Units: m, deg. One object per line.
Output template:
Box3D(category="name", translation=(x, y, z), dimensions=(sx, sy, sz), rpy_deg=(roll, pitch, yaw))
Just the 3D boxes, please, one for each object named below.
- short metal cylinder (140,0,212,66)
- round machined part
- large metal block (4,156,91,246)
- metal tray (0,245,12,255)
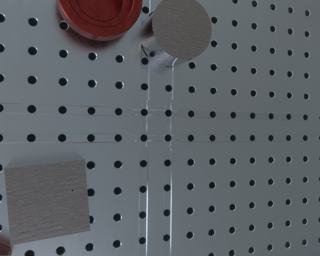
Box3D(category="short metal cylinder", translation=(0.020, -0.125, 0.406), dimensions=(0.081, 0.050, 0.079), rpy_deg=(0, 90, -20))
Box3D(category="round machined part", translation=(-0.074, -0.155, 0.376), dimensions=(0.099, 0.042, 0.097), rpy_deg=(0, 90, -20))
Box3D(category="large metal block", translation=(-0.126, 0.077, 0.353), dimensions=(0.081, 0.050, 0.079), rpy_deg=(-5, 92, -20))
Box3D(category="metal tray", translation=(-0.233, 0.176, 0.324), dimensions=(0.090, 0.030, 0.130), rpy_deg=(32, 80, -17))
